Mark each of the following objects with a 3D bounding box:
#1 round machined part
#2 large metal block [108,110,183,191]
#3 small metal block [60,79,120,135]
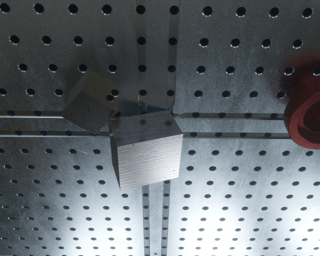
[{"bbox_3d":[0.203,-0.022,0.383,0.099,0.042,0.097,0,130,0],"label":"round machined part"},{"bbox_3d":[-0.020,0.029,0.404,0.081,0.050,0.079,-11,132,-16],"label":"large metal block"},{"bbox_3d":[-0.087,-0.025,0.389,0.050,0.025,0.050,33,123,-25],"label":"small metal block"}]
